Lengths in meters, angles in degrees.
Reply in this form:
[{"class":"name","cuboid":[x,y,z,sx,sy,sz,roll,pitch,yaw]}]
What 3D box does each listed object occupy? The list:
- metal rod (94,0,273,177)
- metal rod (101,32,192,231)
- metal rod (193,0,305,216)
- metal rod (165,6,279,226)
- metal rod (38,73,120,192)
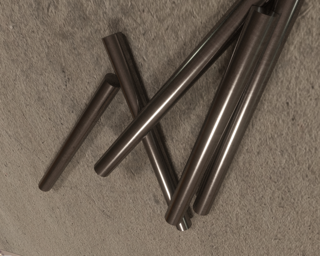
[{"class":"metal rod","cuboid":[0.006,-0.034,0.357,0.025,0.025,0.299,43,122,-2]},{"class":"metal rod","cuboid":[-0.010,0.020,0.423,0.025,0.025,0.298,-6,116,31]},{"class":"metal rod","cuboid":[0.088,-0.001,0.359,0.025,0.025,0.298,23,127,13]},{"class":"metal rod","cuboid":[0.055,0.014,0.355,0.025,0.025,0.298,26,127,11]},{"class":"metal rod","cuboid":[-0.138,0.024,0.491,0.025,0.025,0.298,42,129,-1]}]
